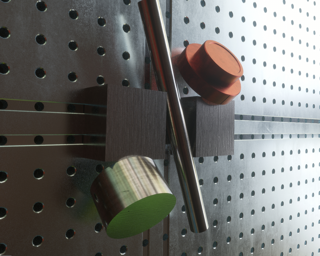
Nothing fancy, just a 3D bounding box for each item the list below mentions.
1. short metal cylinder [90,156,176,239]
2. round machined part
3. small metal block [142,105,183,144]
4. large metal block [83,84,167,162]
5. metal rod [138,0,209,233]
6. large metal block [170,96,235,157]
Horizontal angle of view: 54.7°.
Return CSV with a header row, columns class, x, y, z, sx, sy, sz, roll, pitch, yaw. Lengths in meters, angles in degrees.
class,x,y,z,sx,sy,sz,roll,pitch,yaw
short metal cylinder,-0.030,0.077,0.341,0.081,0.050,0.080,-21,143,-17
round machined part,0.076,-0.083,0.430,0.099,0.042,0.098,23,43,-23
small metal block,0.003,-0.004,0.413,0.050,0.025,0.050,1,90,-40
large metal block,-0.040,-0.004,0.360,0.081,0.050,0.080,3,89,-40
metal rod,0.020,-0.007,0.392,0.025,0.025,0.298,-22,104,-38
large metal block,0.062,-0.001,0.446,0.081,0.050,0.080,1,89,-40
